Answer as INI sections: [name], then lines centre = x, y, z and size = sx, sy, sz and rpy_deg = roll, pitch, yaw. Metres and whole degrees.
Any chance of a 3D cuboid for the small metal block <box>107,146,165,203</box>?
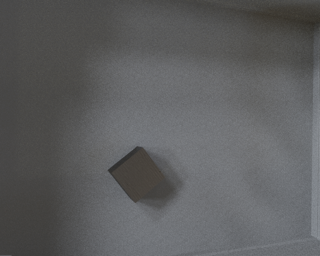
[small metal block]
centre = -0.030, 0.059, 0.400
size = 0.050, 0.025, 0.050
rpy_deg = -39, 103, -16
